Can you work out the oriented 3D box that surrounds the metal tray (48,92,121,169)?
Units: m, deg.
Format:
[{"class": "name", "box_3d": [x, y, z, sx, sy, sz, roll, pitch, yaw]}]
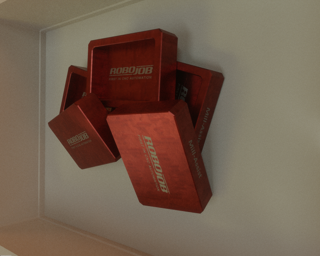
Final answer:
[{"class": "metal tray", "box_3d": [-0.104, 0.010, 0.441, 0.130, 0.030, 0.090, -19, 108, 54]}]

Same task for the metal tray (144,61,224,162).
[{"class": "metal tray", "box_3d": [0.017, -0.016, 0.385, 0.090, 0.030, 0.129, 24, 105, 37]}]

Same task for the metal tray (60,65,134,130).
[{"class": "metal tray", "box_3d": [-0.101, -0.039, 0.480, 0.130, 0.030, 0.089, 25, 106, 37]}]

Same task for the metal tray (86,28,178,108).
[{"class": "metal tray", "box_3d": [-0.040, -0.070, 0.393, 0.130, 0.030, 0.089, 5, 93, 39]}]

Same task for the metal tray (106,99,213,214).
[{"class": "metal tray", "box_3d": [0.001, 0.034, 0.357, 0.090, 0.030, 0.129, -2, 118, 34]}]
